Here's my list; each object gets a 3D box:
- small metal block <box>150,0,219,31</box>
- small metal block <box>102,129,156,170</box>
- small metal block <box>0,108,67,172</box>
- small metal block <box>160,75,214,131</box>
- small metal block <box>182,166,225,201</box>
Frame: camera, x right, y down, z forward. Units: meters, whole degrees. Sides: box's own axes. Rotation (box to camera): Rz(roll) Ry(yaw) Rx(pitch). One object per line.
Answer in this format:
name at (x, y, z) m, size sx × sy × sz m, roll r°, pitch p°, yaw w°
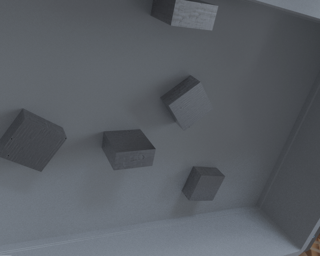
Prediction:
small metal block at (0.025, -0.125, 0.330) m, size 0.050 × 0.050 × 0.025 m, roll -3°, pitch 120°, yaw -27°
small metal block at (-0.040, 0.026, 0.388) m, size 0.050 × 0.050 × 0.025 m, roll -3°, pitch 120°, yaw -27°
small metal block at (-0.141, 0.014, 0.341) m, size 0.050 × 0.025 × 0.050 m, roll 33°, pitch 100°, yaw -39°
small metal block at (0.036, -0.033, 0.410) m, size 0.050 × 0.025 × 0.050 m, roll -37°, pitch 130°, yaw -4°
small metal block at (0.071, 0.091, 0.506) m, size 0.050 × 0.025 × 0.050 m, roll 8°, pitch 114°, yaw -33°
